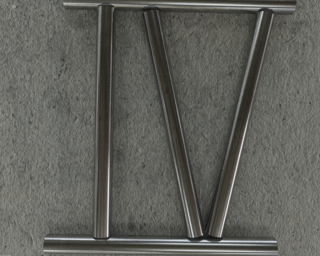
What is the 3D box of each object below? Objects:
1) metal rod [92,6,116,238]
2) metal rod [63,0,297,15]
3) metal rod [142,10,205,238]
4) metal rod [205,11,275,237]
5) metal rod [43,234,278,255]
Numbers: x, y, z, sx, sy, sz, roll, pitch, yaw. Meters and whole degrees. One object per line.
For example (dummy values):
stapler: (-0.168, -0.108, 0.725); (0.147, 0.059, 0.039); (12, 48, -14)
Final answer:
metal rod: (-0.074, -0.008, 0.409); (0.025, 0.025, 0.298); (1, 90, -1)
metal rod: (0.026, -0.167, 0.411); (0.302, 0.025, 0.025); (1, 90, -1)
metal rod: (0.018, -0.006, 0.410); (0.025, 0.025, 0.298); (-11, 90, 0)
metal rod: (0.106, -0.005, 0.412); (0.025, 0.025, 0.298); (13, 90, -1)
metal rod: (0.001, 0.155, 0.410); (0.302, 0.025, 0.025); (1, 90, -1)
